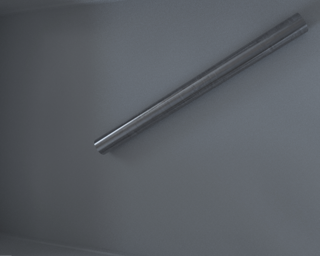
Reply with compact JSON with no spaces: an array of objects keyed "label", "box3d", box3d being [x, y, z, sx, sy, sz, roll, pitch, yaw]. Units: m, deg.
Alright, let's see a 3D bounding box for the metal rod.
[{"label":"metal rod","box3d":[0.039,-0.047,0.396,0.300,0.025,0.025,-31,80,17]}]
